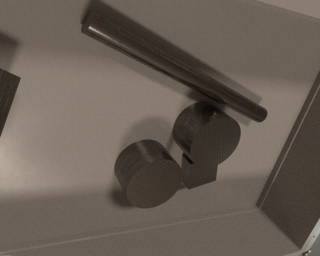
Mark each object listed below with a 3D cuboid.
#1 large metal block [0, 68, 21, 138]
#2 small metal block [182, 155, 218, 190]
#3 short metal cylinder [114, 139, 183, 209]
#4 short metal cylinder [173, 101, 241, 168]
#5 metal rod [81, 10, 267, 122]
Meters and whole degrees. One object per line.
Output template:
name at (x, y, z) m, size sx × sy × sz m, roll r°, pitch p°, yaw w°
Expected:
large metal block at (-0.177, -0.018, 0.257) m, size 0.050 × 0.080 × 0.080 m, roll -20°, pitch 145°, yaw 41°
small metal block at (0.062, 0.063, 0.483) m, size 0.050 × 0.025 × 0.050 m, roll -14°, pitch 124°, yaw -21°
short metal cylinder at (-0.016, 0.063, 0.424) m, size 0.081 × 0.050 × 0.079 m, roll -14°, pitch 125°, yaw -21°
short metal cylinder at (0.065, 0.009, 0.436) m, size 0.081 × 0.050 × 0.079 m, roll -14°, pitch 125°, yaw -21°
metal rod at (0.043, -0.063, 0.394) m, size 0.302 × 0.025 × 0.025 m, roll 20°, pitch 107°, yaw -36°
